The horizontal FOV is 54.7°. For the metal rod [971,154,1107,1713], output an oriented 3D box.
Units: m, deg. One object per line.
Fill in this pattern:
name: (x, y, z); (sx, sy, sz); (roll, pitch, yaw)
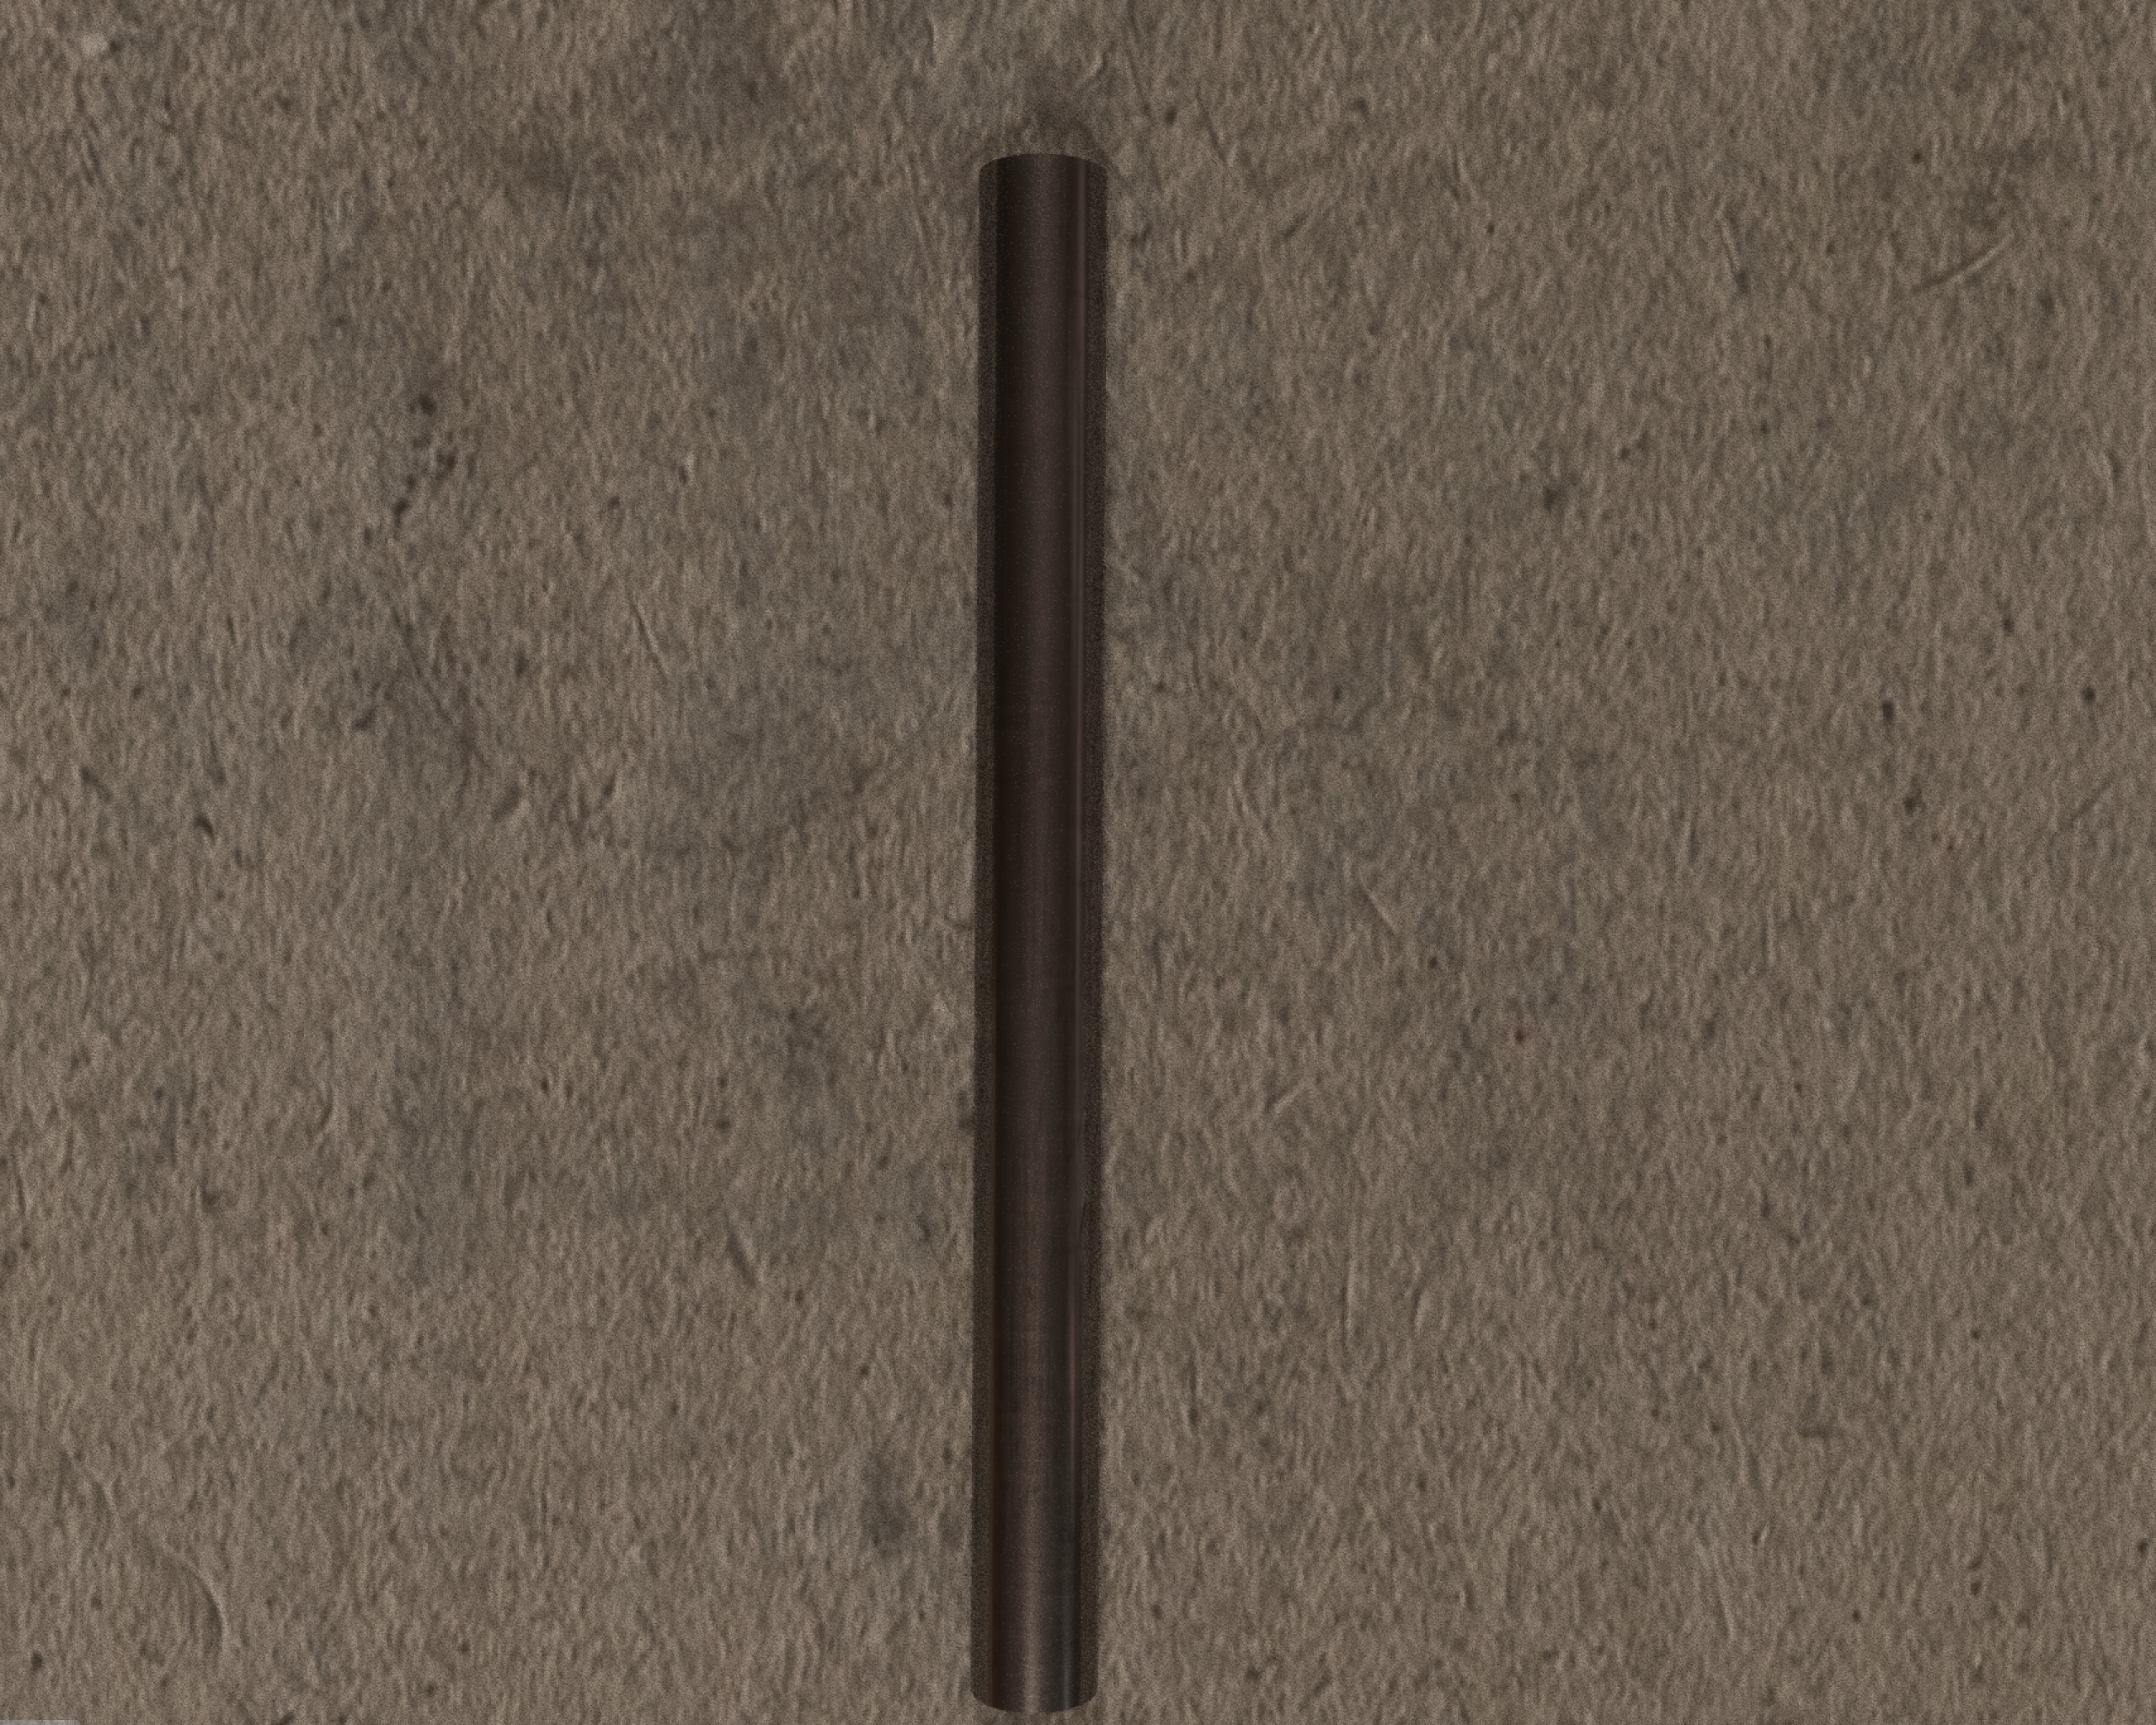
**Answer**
metal rod: (-0.008, 0.014, 0.411); (0.025, 0.025, 0.298); (0, 90, -1)
